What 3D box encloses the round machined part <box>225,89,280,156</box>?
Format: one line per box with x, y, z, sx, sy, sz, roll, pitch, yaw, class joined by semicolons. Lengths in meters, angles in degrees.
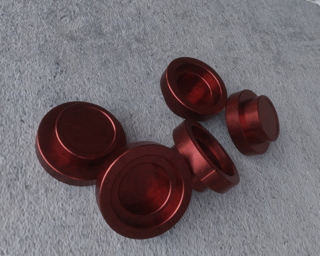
0.140;-0.010;0.451;0.099;0.042;0.098;19;64;-44;round machined part

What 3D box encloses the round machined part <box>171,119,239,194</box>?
0.048;0.039;0.377;0.098;0.042;0.098;42;21;-19;round machined part

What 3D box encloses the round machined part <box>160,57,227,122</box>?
0.045;-0.051;0.448;0.099;0.042;0.098;14;56;-21;round machined part

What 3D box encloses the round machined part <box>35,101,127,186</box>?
-0.083;0.011;0.342;0.099;0.042;0.098;13;56;-21;round machined part

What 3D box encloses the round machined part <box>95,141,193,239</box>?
-0.019;0.061;0.326;0.099;0.042;0.097;-3;99;-22;round machined part
